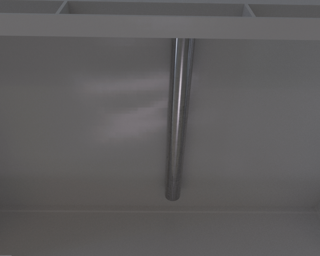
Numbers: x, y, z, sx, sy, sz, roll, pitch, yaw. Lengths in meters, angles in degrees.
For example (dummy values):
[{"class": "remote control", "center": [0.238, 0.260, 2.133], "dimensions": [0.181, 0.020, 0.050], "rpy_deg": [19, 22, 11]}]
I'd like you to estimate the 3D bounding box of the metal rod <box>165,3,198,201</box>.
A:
[{"class": "metal rod", "center": [0.023, -0.006, 0.403], "dimensions": [0.025, 0.025, 0.298], "rpy_deg": [1, 130, -1]}]
